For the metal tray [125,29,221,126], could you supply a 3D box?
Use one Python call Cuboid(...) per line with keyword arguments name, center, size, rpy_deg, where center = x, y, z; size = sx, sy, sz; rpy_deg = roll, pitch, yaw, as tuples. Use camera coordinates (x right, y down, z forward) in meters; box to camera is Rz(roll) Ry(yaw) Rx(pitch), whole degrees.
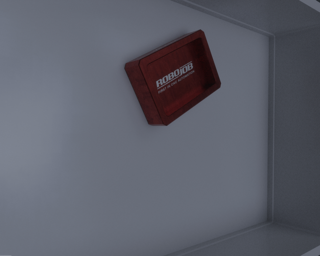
Cuboid(name="metal tray", center=(0.024, -0.071, 0.425), size=(0.131, 0.030, 0.090), rpy_deg=(-36, 112, -34))
